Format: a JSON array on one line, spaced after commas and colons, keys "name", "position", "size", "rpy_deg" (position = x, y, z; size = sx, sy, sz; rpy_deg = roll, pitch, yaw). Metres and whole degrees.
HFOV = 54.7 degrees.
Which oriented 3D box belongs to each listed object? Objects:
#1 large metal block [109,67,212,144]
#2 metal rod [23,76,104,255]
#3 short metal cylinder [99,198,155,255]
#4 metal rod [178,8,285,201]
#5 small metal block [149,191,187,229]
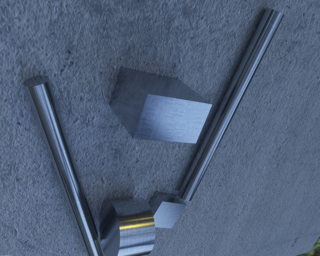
[{"name": "large metal block", "position": [-0.002, -0.026, 0.355], "size": [0.081, 0.080, 0.050], "rpy_deg": [6, 116, -32]}, {"name": "metal rod", "position": [-0.111, 0.076, 0.393], "size": [0.025, 0.025, 0.298], "rpy_deg": [-19, 126, -18]}, {"name": "short metal cylinder", "position": [-0.048, 0.140, 0.433], "size": [0.050, 0.080, 0.079], "rpy_deg": [2, 118, -30]}, {"name": "metal rod", "position": [0.094, -0.020, 0.447], "size": [0.025, 0.025, 0.298], "rpy_deg": [9, 114, -33]}, {"name": "small metal block", "position": [0.006, 0.131, 0.493], "size": [0.050, 0.025, 0.050], "rpy_deg": [18, 109, -36]}]
